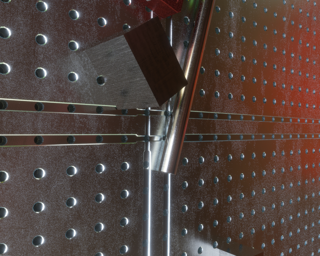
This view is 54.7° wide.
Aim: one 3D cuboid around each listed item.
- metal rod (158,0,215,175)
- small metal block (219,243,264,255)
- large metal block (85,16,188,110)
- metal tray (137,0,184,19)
[{"bbox_3d":[0.044,-0.082,0.445,0.025,0.025,0.299,22,76,-38],"label":"metal rod"},{"bbox_3d":[0.132,0.212,0.504,0.050,0.050,0.025,2,89,-40],"label":"small metal block"},{"bbox_3d":[-0.027,-0.069,0.350,0.050,0.080,0.080,-41,115,-32],"label":"large metal block"},{"bbox_3d":[-0.020,-0.211,0.388,0.131,0.030,0.090,23,76,-38],"label":"metal tray"}]
